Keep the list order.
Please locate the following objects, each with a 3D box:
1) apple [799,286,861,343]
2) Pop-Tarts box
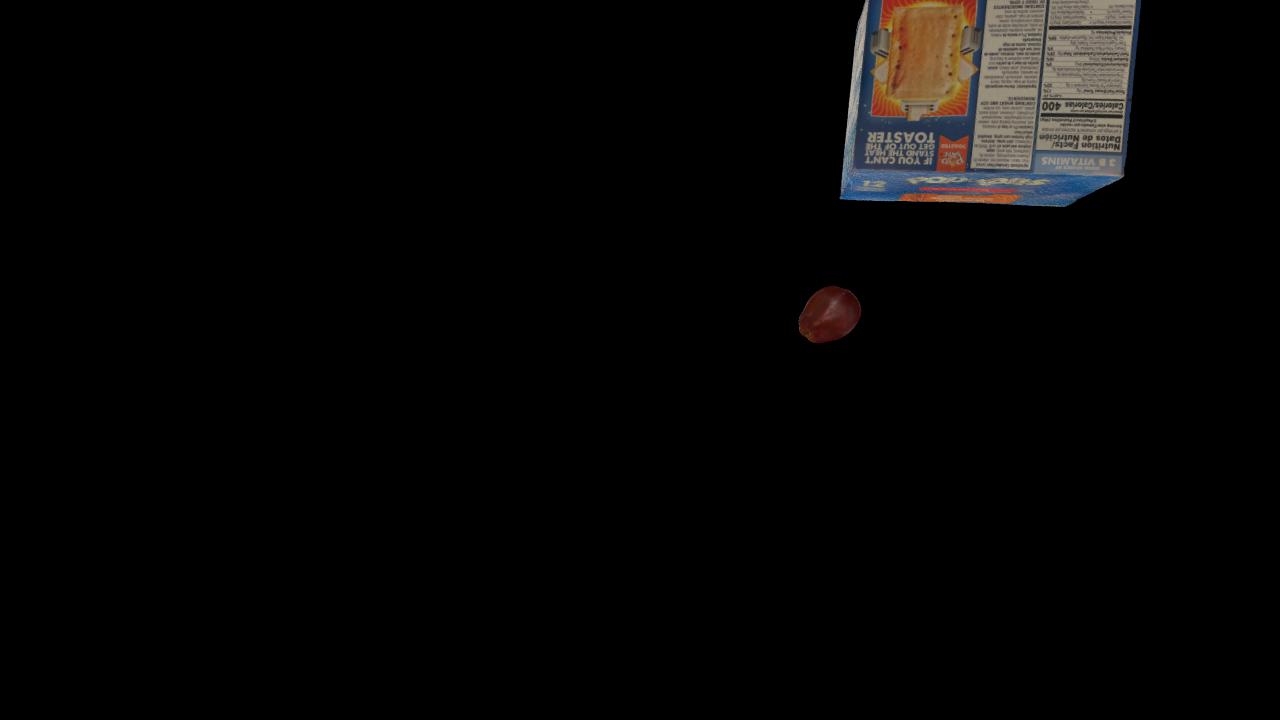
[{"bbox_3d":[0.282,-0.066,0.914,0.093,0.079,0.079,-40,7,-8],"label":"apple"},{"bbox_3d":[0.241,-0.191,0.444,0.167,0.141,0.083,5,0,13],"label":"Pop-Tarts box"}]
